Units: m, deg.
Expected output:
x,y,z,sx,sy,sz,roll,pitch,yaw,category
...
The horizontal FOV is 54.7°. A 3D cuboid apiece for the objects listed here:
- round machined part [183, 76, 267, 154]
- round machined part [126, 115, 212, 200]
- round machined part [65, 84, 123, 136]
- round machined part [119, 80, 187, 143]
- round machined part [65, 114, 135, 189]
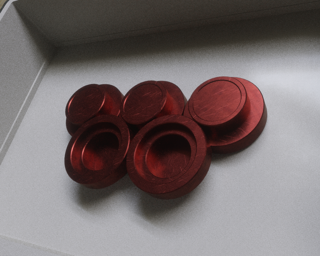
x,y,z,sx,sy,sz,roll,pitch,yaw,category
0.072,-0.022,0.367,0.098,0.042,0.098,-14,55,21,round machined part
0.013,0.036,0.363,0.098,0.042,0.098,-13,56,21,round machined part
-0.100,-0.027,0.460,0.098,0.042,0.098,-13,56,20,round machined part
-0.014,-0.024,0.414,0.098,0.042,0.098,-14,55,21,round machined part
-0.073,0.034,0.410,0.098,0.042,0.098,-13,56,21,round machined part
